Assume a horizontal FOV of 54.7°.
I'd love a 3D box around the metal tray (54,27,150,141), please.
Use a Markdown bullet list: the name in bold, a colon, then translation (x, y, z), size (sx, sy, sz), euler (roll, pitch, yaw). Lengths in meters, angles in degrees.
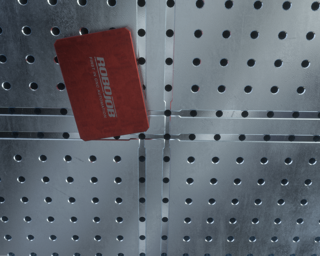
- **metal tray**: translation (-0.068, -0.054, 0.390), size (0.091, 0.030, 0.129), euler (-9, 110, 3)
